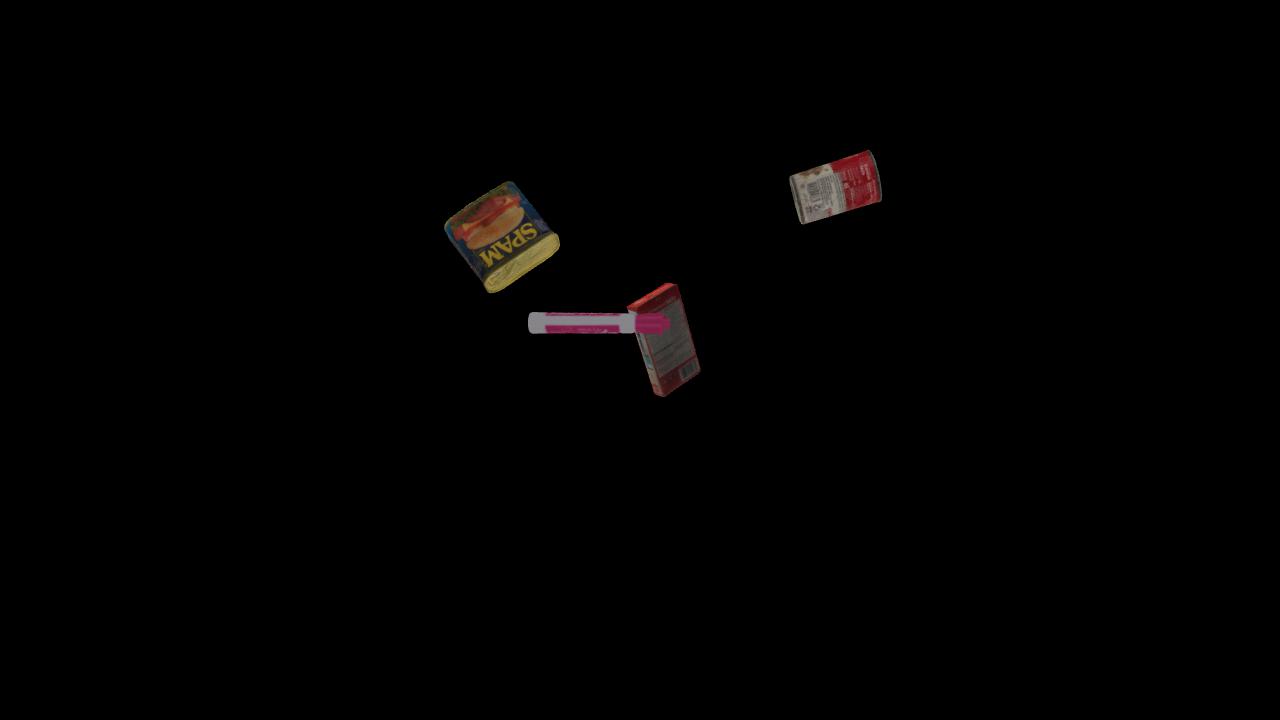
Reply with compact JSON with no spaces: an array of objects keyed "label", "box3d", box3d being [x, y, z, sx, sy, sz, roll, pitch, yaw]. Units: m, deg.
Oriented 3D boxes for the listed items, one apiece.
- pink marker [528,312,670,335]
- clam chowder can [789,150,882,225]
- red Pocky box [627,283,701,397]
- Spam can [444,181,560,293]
[{"label":"pink marker","box3d":[-0.035,-0.031,0.524,0.121,0.020,0.020,1,0,8]},{"label":"clam chowder can","box3d":[0.252,-0.222,0.797,0.102,0.068,0.068,-15,-4,14]},{"label":"red Pocky box","box3d":[0.038,-0.030,0.918,0.083,0.155,0.028,-32,30,-26]},{"label":"Spam can","box3d":[-0.157,-0.141,0.703,0.101,0.085,0.058,-36,-8,-11]}]
